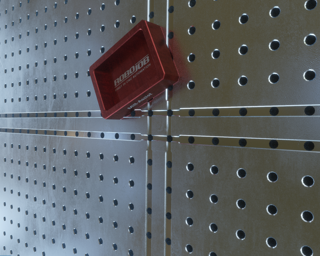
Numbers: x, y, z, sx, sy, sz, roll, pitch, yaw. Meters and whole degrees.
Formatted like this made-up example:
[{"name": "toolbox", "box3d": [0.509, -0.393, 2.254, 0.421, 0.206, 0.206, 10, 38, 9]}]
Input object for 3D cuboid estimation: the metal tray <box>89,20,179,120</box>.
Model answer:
[{"name": "metal tray", "box3d": [-0.043, -0.078, 0.442, 0.130, 0.030, 0.090, -30, 71, 36]}]
